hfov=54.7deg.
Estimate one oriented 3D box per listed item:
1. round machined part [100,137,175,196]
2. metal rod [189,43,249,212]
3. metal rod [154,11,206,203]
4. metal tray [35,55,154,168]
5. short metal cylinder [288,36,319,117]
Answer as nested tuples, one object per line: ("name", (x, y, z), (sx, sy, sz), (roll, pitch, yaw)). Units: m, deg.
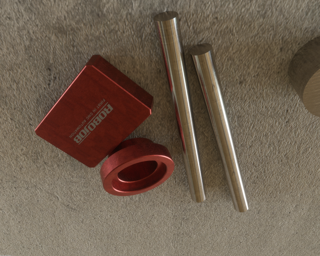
("round machined part", (-0.033, 0.050, 0.424), (0.099, 0.042, 0.097), (-15, 144, -11))
("metal rod", (0.090, 0.023, 0.427), (0.025, 0.025, 0.299), (-14, 129, 11))
("metal rod", (0.034, -0.001, 0.406), (0.025, 0.025, 0.298), (-9, 130, 7))
("metal tray", (-0.082, -0.015, 0.384), (0.090, 0.030, 0.129), (37, 121, -19))
("short metal cylinder", (0.192, -0.057, 0.344), (0.081, 0.050, 0.079), (0, 130, 0))
